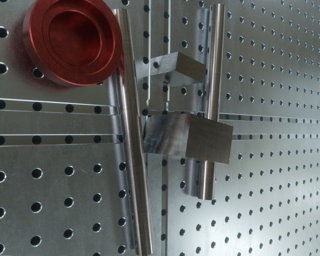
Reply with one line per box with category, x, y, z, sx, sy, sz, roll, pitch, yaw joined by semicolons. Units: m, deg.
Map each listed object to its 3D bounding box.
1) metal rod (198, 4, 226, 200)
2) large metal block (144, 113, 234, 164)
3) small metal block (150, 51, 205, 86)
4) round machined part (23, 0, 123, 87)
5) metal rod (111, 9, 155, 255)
metal rod;0.080;-0.041;0.478;0.025;0.025;0.298;7;86;-40
large metal block;0.036;0.015;0.406;0.081;0.080;0.050;14;81;-40
small metal block;0.023;-0.077;0.414;0.050;0.050;0.025;15;81;-39
round machined part;-0.092;-0.091;0.322;0.099;0.042;0.097;0;90;-40
metal rod;-0.034;0.009;0.382;0.025;0.025;0.298;-10;96;-40
